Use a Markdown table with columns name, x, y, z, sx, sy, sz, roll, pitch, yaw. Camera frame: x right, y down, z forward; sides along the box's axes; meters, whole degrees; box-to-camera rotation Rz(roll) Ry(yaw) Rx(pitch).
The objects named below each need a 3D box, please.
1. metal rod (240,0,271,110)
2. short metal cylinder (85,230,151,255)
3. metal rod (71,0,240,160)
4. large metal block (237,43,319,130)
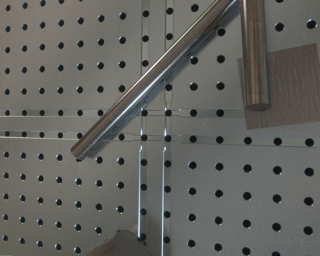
| name | x | y | z | sx | sy | sz | roll | pitch | yaw |
| --- | --- | --- | --- | --- | --- | --- | --- | --- | --- |
| metal rod | 0.101 | -0.167 | 0.344 | 0.025 | 0.025 | 0.299 | -4 | 76 | 19 |
| short metal cylinder | -0.052 | 0.181 | 0.401 | 0.050 | 0.080 | 0.080 | -36 | 79 | 16 |
| metal rod | -0.015 | -0.062 | 0.416 | 0.299 | 0.025 | 0.025 | -43 | 77 | 14 |
| large metal block | 0.136 | -0.043 | 0.351 | 0.080 | 0.050 | 0.080 | -8 | 87 | 19 |
